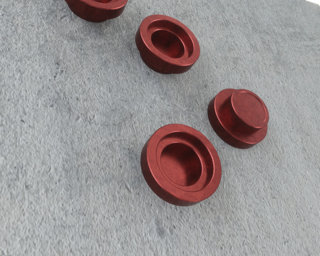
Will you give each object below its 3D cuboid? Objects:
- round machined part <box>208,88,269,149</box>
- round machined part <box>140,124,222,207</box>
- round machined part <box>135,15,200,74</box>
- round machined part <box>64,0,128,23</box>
[{"bbox_3d":[0.126,-0.021,0.473,0.099,0.042,0.098,14,56,-21],"label":"round machined part"},{"bbox_3d":[0.022,0.047,0.376,0.099,0.042,0.098,14,56,-21],"label":"round machined part"},{"bbox_3d":[0.008,-0.121,0.471,0.099,0.042,0.098,14,56,-21],"label":"round machined part"},{"bbox_3d":[-0.100,-0.196,0.459,0.099,0.042,0.098,14,56,-21],"label":"round machined part"}]
